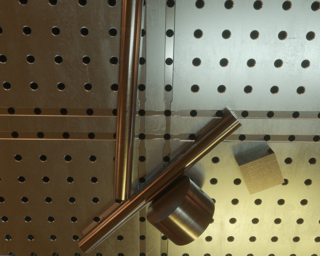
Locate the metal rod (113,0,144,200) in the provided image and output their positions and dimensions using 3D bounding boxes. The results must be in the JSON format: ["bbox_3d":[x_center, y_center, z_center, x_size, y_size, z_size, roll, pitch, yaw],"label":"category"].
[{"bbox_3d":[-0.042,-0.042,0.397,0.025,0.025,0.298,5,110,-2],"label":"metal rod"}]

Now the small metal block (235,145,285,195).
[{"bbox_3d":[0.141,0.060,0.438,0.050,0.025,0.050,-22,109,7],"label":"small metal block"}]

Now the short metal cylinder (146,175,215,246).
[{"bbox_3d":[0.028,0.112,0.426,0.080,0.080,0.050,-42,105,13],"label":"short metal cylinder"}]

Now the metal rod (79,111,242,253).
[{"bbox_3d":[-0.008,0.084,0.444,0.299,0.025,0.025,-42,105,13],"label":"metal rod"}]
